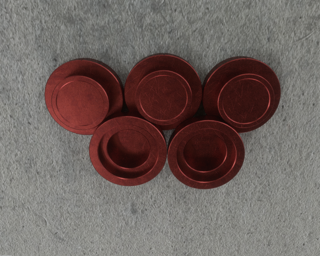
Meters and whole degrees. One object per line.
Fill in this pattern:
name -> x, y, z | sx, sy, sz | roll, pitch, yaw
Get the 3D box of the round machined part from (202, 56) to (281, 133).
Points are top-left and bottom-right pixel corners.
round machined part -> 0.103, -0.039, 0.389 | 0.099, 0.042, 0.097 | 0, 110, -1

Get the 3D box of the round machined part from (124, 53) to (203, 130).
round machined part -> 0.004, -0.042, 0.387 | 0.099, 0.042, 0.097 | 0, 110, -1

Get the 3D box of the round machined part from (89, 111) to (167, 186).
round machined part -> -0.040, 0.024, 0.410 | 0.099, 0.042, 0.097 | 0, 110, -1

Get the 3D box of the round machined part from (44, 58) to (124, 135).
round machined part -> -0.095, -0.036, 0.387 | 0.099, 0.042, 0.097 | 0, 110, -1

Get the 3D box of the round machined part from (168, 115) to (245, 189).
round machined part -> 0.059, 0.029, 0.413 | 0.099, 0.042, 0.097 | 0, 110, -1
